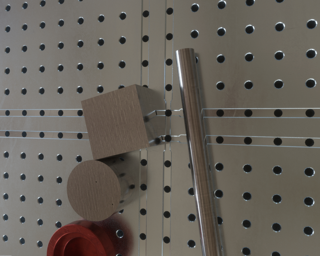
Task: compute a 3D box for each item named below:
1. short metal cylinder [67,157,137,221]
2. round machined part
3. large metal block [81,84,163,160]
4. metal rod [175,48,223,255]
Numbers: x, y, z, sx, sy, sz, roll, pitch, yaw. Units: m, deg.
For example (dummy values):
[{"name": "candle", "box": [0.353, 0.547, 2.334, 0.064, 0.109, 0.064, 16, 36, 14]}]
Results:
[{"name": "short metal cylinder", "box": [-0.079, 0.081, 0.426, 0.080, 0.050, 0.079, 0, 90, 19]}, {"name": "round machined part", "box": [-0.107, 0.180, 0.440, 0.098, 0.042, 0.097, 0, 90, 19]}, {"name": "large metal block", "box": [-0.050, -0.006, 0.416, 0.080, 0.050, 0.080, -15, 85, 19]}, {"name": "metal rod", "box": [0.051, 0.048, 0.393, 0.025, 0.025, 0.298, -8, 87, 19]}]
